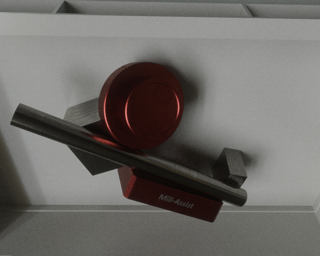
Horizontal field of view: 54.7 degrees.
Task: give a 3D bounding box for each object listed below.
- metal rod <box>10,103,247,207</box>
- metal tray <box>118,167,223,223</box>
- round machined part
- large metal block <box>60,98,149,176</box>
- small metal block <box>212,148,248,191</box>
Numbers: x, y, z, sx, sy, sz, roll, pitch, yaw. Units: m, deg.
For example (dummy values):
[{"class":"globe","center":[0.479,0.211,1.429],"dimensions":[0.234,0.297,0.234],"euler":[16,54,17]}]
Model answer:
[{"class":"metal rod","center":[-0.020,0.040,0.374],"dimensions":[0.302,0.025,0.025],"euler":[23,126,-19]},{"class":"metal tray","center":[0.011,0.080,0.428],"dimensions":[0.131,0.090,0.030],"euler":[20,100,-18]},{"class":"round machined part","center":[-0.014,-0.023,0.342],"dimensions":[0.099,0.042,0.097],"euler":[-7,104,-28]},{"class":"large metal block","center":[-0.067,0.008,0.396],"dimensions":[0.080,0.050,0.080],"euler":[-18,128,14]},{"class":"small metal block","center":[0.099,0.066,0.448],"dimensions":[0.025,0.050,0.050],"euler":[11,129,-10]}]
